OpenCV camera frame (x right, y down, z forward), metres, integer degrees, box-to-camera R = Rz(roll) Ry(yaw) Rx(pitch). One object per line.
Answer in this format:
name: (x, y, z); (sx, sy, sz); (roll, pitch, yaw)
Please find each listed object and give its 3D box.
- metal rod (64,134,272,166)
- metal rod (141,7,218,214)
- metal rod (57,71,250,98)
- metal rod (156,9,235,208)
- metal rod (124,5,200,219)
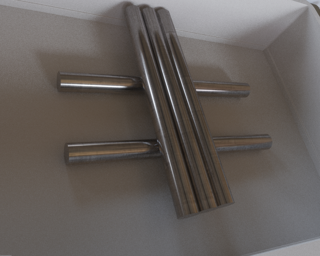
metal rod: (0.032, 0.025, 0.406); (0.303, 0.025, 0.025); (-1, 63, -29)
metal rod: (0.017, -0.040, 0.404); (0.025, 0.025, 0.299); (-1, 62, -29)
metal rod: (0.010, -0.060, 0.446); (0.303, 0.025, 0.025); (-2, 63, -29)
metal rod: (0.038, -0.042, 0.417); (0.025, 0.025, 0.299); (-1, 62, -29)
metal rod: (-0.005, -0.038, 0.391); (0.025, 0.025, 0.299); (-1, 62, -29)
